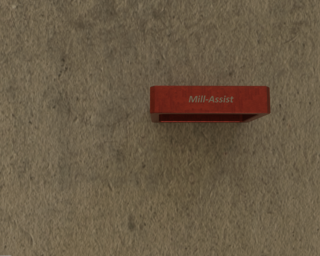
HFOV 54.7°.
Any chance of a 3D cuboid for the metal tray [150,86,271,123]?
[{"bbox_3d":[0.054,-0.026,0.376,0.131,0.090,0.030,0,84,-1],"label":"metal tray"}]
